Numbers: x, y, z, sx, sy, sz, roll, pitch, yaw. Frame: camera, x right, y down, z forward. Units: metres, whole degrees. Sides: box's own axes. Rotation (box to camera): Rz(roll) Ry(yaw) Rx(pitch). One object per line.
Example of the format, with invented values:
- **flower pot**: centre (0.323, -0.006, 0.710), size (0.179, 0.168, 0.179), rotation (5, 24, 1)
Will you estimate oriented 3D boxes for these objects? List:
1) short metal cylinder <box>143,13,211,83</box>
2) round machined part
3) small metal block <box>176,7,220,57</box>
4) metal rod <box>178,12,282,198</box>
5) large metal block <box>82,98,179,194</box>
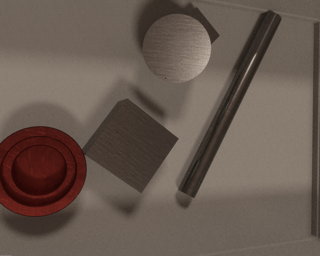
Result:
- **short metal cylinder**: centre (0.021, -0.102, 0.388), size (0.080, 0.050, 0.079), rotation (1, 112, 3)
- **round machined part**: centre (-0.136, 0.047, 0.352), size (0.099, 0.042, 0.097), rotation (0, 90, -21)
- **small metal block**: centre (0.045, -0.128, 0.428), size (0.050, 0.025, 0.050), rotation (47, 75, -15)
- **metal rod**: centre (0.105, -0.040, 0.450), size (0.025, 0.025, 0.299), rotation (31, 80, -18)
- **large metal block**: centre (-0.038, 0.021, 0.384), size (0.080, 0.050, 0.080), rotation (38, 78, -16)
